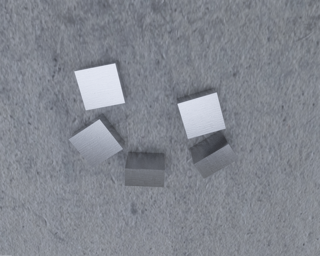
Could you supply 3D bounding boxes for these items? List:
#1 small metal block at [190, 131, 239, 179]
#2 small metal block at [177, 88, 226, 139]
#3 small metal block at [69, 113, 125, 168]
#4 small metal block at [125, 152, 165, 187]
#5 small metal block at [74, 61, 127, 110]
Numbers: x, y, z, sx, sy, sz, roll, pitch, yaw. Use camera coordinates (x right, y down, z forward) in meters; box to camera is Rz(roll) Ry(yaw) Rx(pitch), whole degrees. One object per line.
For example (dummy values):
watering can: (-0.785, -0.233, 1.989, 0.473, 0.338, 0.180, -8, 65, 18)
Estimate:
small metal block: (0.070, 0.034, 0.410, 0.050, 0.050, 0.025, -32, 107, 11)
small metal block: (0.053, -0.019, 0.404, 0.050, 0.025, 0.050, -16, 110, 5)
small metal block: (-0.083, 0.017, 0.415, 0.050, 0.025, 0.050, -32, 107, 11)
small metal block: (-0.020, 0.055, 0.416, 0.050, 0.050, 0.025, 3, 110, -2)
small metal block: (-0.073, -0.054, 0.389, 0.050, 0.025, 0.050, -11, 110, 3)
